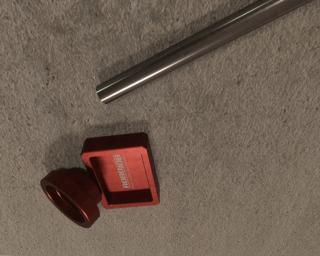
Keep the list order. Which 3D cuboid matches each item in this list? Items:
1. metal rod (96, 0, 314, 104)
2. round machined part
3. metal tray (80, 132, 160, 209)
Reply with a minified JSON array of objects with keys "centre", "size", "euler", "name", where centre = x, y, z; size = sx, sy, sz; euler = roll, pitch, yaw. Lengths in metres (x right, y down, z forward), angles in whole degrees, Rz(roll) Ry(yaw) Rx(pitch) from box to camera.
[{"centre":[0.061,-0.098,0.324],"size":[0.300,0.025,0.025],"euler":[-24,126,18],"name":"metal rod"},{"centre":[-0.125,0.098,0.458],"size":[0.098,0.042,0.097],"euler":[26,141,23],"name":"round machined part"},{"centre":[-0.054,0.068,0.460],"size":[0.091,0.030,0.129],"euler":[-6,130,5],"name":"metal tray"}]
